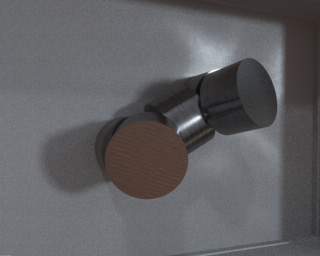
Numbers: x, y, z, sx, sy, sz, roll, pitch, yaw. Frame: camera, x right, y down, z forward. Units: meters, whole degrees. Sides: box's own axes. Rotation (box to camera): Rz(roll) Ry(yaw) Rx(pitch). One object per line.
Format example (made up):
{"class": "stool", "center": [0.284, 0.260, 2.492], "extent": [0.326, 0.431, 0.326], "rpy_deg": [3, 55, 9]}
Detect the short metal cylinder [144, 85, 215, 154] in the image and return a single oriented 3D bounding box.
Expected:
{"class": "short metal cylinder", "center": [0.023, -0.007, 0.389], "extent": [0.050, 0.080, 0.080], "rpy_deg": [-31, 101, -17]}

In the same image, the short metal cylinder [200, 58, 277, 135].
{"class": "short metal cylinder", "center": [0.093, -0.035, 0.362], "extent": [0.081, 0.050, 0.080], "rpy_deg": [13, 70, -39]}

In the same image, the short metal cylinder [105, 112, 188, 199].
{"class": "short metal cylinder", "center": [-0.013, 0.027, 0.323], "extent": [0.081, 0.050, 0.079], "rpy_deg": [0, 102, 0]}

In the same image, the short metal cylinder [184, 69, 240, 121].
{"class": "short metal cylinder", "center": [0.072, -0.037, 0.423], "extent": [0.081, 0.050, 0.079], "rpy_deg": [0, 90, -21]}

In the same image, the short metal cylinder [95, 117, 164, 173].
{"class": "short metal cylinder", "center": [-0.036, 0.026, 0.383], "extent": [0.081, 0.050, 0.079], "rpy_deg": [0, 90, -21]}
